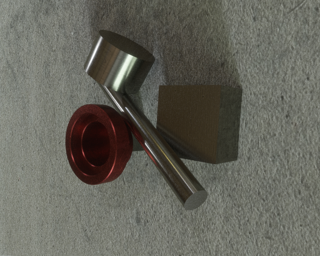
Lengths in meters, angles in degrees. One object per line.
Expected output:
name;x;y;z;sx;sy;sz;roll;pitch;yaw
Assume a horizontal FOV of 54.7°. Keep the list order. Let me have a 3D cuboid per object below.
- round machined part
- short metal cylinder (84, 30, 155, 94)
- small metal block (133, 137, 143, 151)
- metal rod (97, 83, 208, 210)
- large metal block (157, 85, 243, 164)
round machined part;-0.072;0.019;0.388;0.098;0.042;0.097;2;92;39
short metal cylinder;-0.053;-0.088;0.413;0.080;0.081;0.050;45;117;30
small metal block;-0.045;0.007;0.426;0.025;0.050;0.050;-3;89;40
metal rod;-0.036;-0.017;0.385;0.300;0.025;0.025;51;121;44
large metal block;0.043;-0.006;0.353;0.080;0.050;0.079;6;94;39
